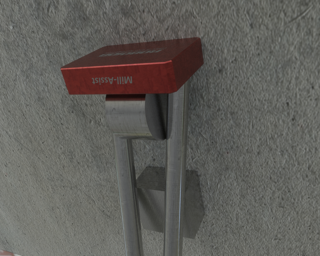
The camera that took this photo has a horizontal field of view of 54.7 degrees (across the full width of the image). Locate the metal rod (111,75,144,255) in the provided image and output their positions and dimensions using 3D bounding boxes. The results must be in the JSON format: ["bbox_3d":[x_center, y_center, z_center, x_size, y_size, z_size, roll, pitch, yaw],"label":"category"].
[{"bbox_3d":[-0.045,0.064,0.411,0.025,0.025,0.298,2,104,27],"label":"metal rod"}]

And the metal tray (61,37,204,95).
[{"bbox_3d":[-0.028,-0.068,0.338,0.130,0.090,0.030,2,120,26],"label":"metal tray"}]

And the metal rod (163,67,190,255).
[{"bbox_3d":[0.019,0.068,0.379,0.025,0.025,0.298,8,107,23],"label":"metal rod"}]

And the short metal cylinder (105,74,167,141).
[{"bbox_3d":[-0.020,-0.026,0.367,0.050,0.080,0.079,2,119,26],"label":"short metal cylinder"}]

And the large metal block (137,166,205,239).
[{"bbox_3d":[0.014,0.105,0.446,0.080,0.050,0.079,2,119,27],"label":"large metal block"}]
